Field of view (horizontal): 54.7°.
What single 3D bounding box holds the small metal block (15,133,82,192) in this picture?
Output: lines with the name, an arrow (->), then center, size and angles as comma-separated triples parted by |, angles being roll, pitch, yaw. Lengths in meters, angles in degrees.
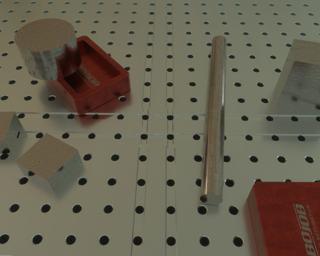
small metal block -> -0.132, 0.040, 0.373 | 0.050, 0.025, 0.050 | 25, 54, 19

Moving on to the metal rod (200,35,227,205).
metal rod -> 0.079, -0.035, 0.436 | 0.025, 0.025, 0.300 | 7, 50, 5

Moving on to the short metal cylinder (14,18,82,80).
short metal cylinder -> -0.159, -0.114, 0.446 | 0.080, 0.050, 0.080 | 0, 50, 0

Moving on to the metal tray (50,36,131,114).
metal tray -> -0.118, -0.086, 0.475 | 0.091, 0.030, 0.130 | -32, 57, -24

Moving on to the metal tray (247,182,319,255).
metal tray -> 0.145, 0.117, 0.307 | 0.091, 0.030, 0.130 | 0, 50, 0

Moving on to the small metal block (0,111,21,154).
small metal block -> -0.216, 0.006, 0.401 | 0.050, 0.025, 0.050 | -2, 50, -2

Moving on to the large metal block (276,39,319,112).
large metal block -> 0.216, -0.070, 0.432 | 0.080, 0.080, 0.050 | 12, 51, 9
